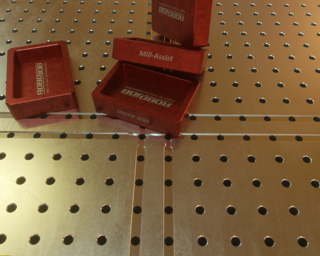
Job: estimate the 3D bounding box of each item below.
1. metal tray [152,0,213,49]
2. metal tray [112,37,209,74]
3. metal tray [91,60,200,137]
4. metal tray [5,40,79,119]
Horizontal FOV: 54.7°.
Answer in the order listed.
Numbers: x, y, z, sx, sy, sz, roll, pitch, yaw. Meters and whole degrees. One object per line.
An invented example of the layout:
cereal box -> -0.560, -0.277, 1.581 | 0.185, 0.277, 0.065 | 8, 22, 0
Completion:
metal tray -> 0.031, -0.190, 0.502 | 0.030, 0.089, 0.130 | -16, 36, -26
metal tray -> 0.004, -0.113, 0.471 | 0.131, 0.030, 0.090 | 12, 19, 9
metal tray -> -0.018, -0.047, 0.443 | 0.130, 0.030, 0.090 | 18, 52, 14
metal tray -> -0.178, -0.077, 0.466 | 0.091, 0.030, 0.130 | -12, 51, -11
